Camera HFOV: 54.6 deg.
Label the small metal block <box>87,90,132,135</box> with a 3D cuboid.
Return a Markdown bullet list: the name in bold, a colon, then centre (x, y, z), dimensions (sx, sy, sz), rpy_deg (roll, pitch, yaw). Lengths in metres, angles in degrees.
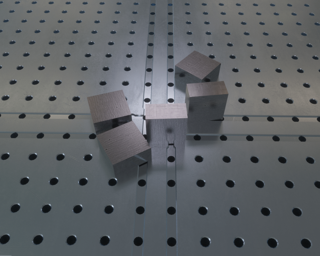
- **small metal block**: centre (-0.069, -0.022, 0.426), dimensions (0.050, 0.025, 0.050), rpy_deg (-14, 51, -12)

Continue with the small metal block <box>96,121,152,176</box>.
- **small metal block**: centre (-0.045, 0.024, 0.387), dimensions (0.050, 0.025, 0.050), rpy_deg (-23, 54, -19)

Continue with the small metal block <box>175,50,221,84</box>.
- **small metal block**: centre (0.058, -0.090, 0.483), dimensions (0.050, 0.025, 0.050), rpy_deg (33, 57, 25)

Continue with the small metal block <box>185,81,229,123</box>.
- **small metal block**: centre (0.061, -0.035, 0.421), dimensions (0.050, 0.050, 0.025), rpy_deg (-5, 50, -4)

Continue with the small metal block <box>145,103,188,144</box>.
- **small metal block**: centre (0.008, -0.005, 0.396), dimensions (0.050, 0.050, 0.025), rpy_deg (-2, 50, -1)
